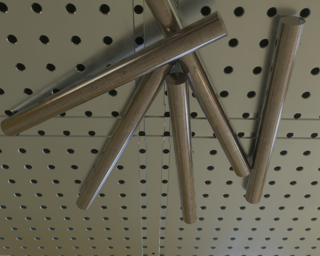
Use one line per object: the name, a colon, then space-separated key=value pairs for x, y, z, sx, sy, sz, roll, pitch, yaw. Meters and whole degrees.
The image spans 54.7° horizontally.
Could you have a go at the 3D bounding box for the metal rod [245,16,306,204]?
metal rod: x=0.145 y=0.002 z=0.415 sx=0.025 sy=0.025 sz=0.298 roll=-3 pitch=130 yaw=2

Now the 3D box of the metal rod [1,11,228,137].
metal rod: x=-0.070 y=-0.049 z=0.348 sx=0.300 sy=0.025 sz=0.025 roll=-21 pitch=128 yaw=24

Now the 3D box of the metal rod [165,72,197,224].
metal rod: x=0.036 y=0.052 z=0.445 sx=0.025 sy=0.025 sz=0.298 roll=-5 pitch=134 yaw=4

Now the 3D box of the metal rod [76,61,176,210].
metal rod: x=-0.060 y=0.024 z=0.431 sx=0.025 sy=0.025 sz=0.298 roll=21 pitch=127 yaw=-17

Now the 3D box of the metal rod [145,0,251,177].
metal rod: x=0.058 y=-0.037 z=0.380 sx=0.025 sy=0.025 sz=0.299 roll=-21 pitch=127 yaw=17
